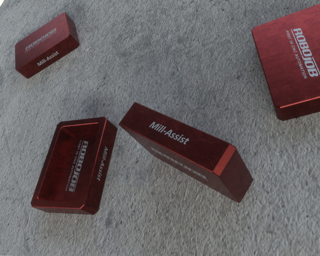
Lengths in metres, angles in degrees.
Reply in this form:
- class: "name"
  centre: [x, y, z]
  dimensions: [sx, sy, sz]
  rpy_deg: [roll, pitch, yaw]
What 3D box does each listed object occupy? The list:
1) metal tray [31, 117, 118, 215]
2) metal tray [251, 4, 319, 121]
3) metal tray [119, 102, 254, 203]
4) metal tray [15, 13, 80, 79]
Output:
- class: "metal tray"
  centre: [-0.117, 0.051, 0.430]
  dimensions: [0.090, 0.030, 0.130]
  rpy_deg: [-5, 59, 25]
- class: "metal tray"
  centre: [0.167, -0.079, 0.362]
  dimensions: [0.090, 0.030, 0.130]
  rpy_deg: [-16, 55, 19]
- class: "metal tray"
  centre: [0.027, 0.025, 0.332]
  dimensions: [0.130, 0.090, 0.030]
  rpy_deg: [25, 76, 37]
- class: "metal tray"
  centre: [-0.230, -0.167, 0.624]
  dimensions: [0.130, 0.030, 0.090]
  rpy_deg: [-29, 52, 9]
